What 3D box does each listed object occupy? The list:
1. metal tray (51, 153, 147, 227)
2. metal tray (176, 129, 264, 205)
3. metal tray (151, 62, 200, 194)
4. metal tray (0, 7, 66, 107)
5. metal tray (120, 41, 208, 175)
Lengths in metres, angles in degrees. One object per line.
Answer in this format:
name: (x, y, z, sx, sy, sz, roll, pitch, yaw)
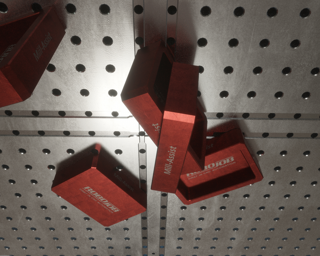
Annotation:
metal tray: (-0.093, 0.103, 0.495, 0.090, 0.030, 0.130, -28, 125, 21)
metal tray: (0.075, 0.062, 0.462, 0.130, 0.030, 0.090, -24, 127, 18)
metal tray: (0.016, 0.003, 0.354, 0.030, 0.090, 0.129, 10, 136, 0)
metal tray: (-0.148, -0.064, 0.286, 0.090, 0.130, 0.030, -14, 129, 11)
metal tray: (0.013, -0.020, 0.349, 0.030, 0.090, 0.130, -16, 129, 26)
